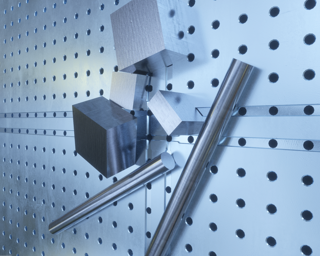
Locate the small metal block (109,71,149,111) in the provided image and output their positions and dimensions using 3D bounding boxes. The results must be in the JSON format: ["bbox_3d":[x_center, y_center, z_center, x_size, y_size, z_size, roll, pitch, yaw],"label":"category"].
[{"bbox_3d":[-0.045,-0.053,0.447,0.050,0.025,0.050,13,99,39],"label":"small metal block"}]

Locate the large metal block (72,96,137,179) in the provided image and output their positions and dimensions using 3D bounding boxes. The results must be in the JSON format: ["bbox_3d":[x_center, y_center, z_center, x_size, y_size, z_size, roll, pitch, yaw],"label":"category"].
[{"bbox_3d":[-0.079,0.011,0.443,0.080,0.050,0.079,32,130,35],"label":"large metal block"}]

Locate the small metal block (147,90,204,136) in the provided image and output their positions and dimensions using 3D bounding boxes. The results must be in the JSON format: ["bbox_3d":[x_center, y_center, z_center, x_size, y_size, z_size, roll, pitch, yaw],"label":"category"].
[{"bbox_3d":[0.020,-0.018,0.376,0.025,0.050,0.050,-50,61,29],"label":"small metal block"}]

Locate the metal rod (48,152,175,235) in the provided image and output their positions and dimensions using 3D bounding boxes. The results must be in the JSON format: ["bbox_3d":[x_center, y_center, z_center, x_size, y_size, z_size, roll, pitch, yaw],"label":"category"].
[{"bbox_3d":[-0.091,0.113,0.484,0.299,0.025,0.025,-35,69,34],"label":"metal rod"}]

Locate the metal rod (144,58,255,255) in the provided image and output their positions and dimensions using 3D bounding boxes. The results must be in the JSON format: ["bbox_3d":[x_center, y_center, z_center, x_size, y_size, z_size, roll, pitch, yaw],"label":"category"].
[{"bbox_3d":[0.037,0.061,0.378,0.025,0.025,0.298,34,111,35],"label":"metal rod"}]

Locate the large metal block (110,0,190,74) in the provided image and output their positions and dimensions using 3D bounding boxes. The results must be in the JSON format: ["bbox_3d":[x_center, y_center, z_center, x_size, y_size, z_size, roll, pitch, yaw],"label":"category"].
[{"bbox_3d":[-0.014,-0.122,0.405,0.080,0.050,0.080,-15,80,39],"label":"large metal block"}]
